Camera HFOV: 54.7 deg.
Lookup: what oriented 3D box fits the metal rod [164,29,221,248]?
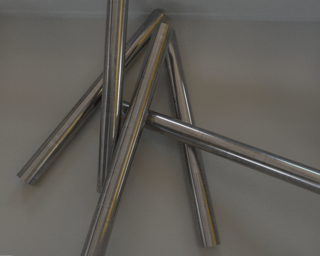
[{"bbox_3d":[0.035,-0.002,0.410,0.025,0.025,0.299,-8,70,-4],"label":"metal rod"}]

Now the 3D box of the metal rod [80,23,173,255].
[{"bbox_3d":[-0.035,0.009,0.369,0.025,0.025,0.299,15,75,5],"label":"metal rod"}]

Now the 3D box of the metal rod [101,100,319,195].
[{"bbox_3d":[0.059,0.016,0.369,0.301,0.025,0.025,21,71,20],"label":"metal rod"}]

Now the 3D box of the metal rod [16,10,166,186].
[{"bbox_3d":[-0.084,-0.052,0.427,0.025,0.025,0.300,32,73,10],"label":"metal rod"}]

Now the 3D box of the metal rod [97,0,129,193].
[{"bbox_3d":[-0.055,-0.070,0.372,0.025,0.025,0.298,4,94,1],"label":"metal rod"}]
